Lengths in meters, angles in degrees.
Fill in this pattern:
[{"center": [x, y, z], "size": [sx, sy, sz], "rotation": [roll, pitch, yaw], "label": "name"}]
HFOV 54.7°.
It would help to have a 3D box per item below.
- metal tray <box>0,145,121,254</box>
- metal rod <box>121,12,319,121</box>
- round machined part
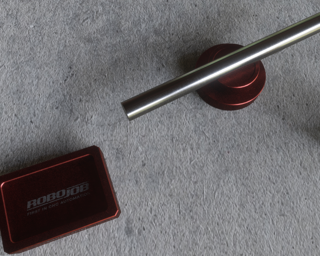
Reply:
[{"center": [-0.123, 0.084, 0.373], "size": [0.131, 0.030, 0.090], "rotation": [-18, 71, -7], "label": "metal tray"}, {"center": [0.092, -0.084, 0.395], "size": [0.302, 0.025, 0.025], "rotation": [-26, 72, -10], "label": "metal rod"}, {"center": [0.098, -0.077, 0.428], "size": [0.099, 0.042, 0.098], "rotation": [0, 70, -1], "label": "round machined part"}]
